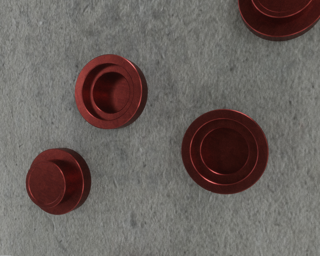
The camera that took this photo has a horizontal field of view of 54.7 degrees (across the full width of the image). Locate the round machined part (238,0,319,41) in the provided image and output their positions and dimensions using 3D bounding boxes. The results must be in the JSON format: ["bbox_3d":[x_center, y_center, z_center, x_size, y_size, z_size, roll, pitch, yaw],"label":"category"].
[{"bbox_3d":[0.139,-0.152,0.351,0.098,0.042,0.097,0,90,19],"label":"round machined part"}]

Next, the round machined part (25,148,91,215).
[{"bbox_3d":[-0.155,0.079,0.453,0.098,0.042,0.097,0,90,19],"label":"round machined part"}]

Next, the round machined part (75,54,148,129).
[{"bbox_3d":[-0.062,-0.047,0.421,0.098,0.042,0.097,0,90,19],"label":"round machined part"}]

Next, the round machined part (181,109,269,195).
[{"bbox_3d":[0.079,0.027,0.372,0.098,0.042,0.097,0,90,19],"label":"round machined part"}]
